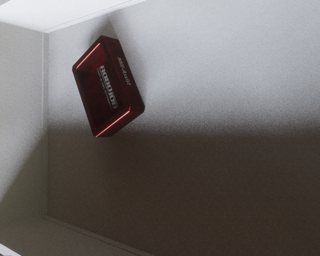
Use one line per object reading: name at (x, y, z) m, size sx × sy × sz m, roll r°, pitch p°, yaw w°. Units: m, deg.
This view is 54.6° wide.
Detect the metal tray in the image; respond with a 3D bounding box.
metal tray at (-0.082, -0.062, 0.472) m, size 0.090 × 0.030 × 0.130 m, roll -34°, pitch 69°, yaw 35°
